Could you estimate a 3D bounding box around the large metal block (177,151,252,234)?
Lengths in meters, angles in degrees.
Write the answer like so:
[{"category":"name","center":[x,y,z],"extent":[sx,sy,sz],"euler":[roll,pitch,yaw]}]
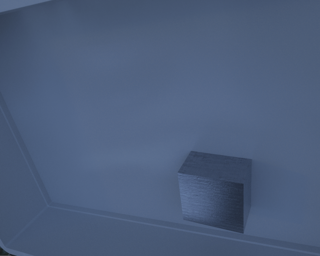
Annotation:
[{"category":"large metal block","center":[0.073,0.082,0.404],"extent":[0.080,0.050,0.079],"euler":[6,121,24]}]
